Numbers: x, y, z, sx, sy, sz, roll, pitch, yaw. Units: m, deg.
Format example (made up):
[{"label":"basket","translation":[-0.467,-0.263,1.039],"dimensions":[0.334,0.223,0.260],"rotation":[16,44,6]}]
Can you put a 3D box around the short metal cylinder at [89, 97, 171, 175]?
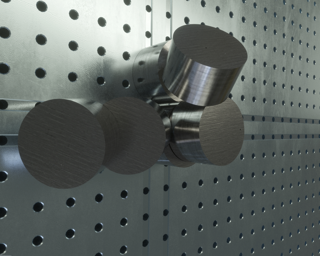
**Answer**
[{"label":"short metal cylinder","translation":[-0.030,0.006,0.338],"dimensions":[0.050,0.080,0.079],"rotation":[-33,118,-80]}]

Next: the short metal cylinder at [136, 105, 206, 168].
[{"label":"short metal cylinder","translation":[0.016,0.009,0.405],"dimensions":[0.081,0.050,0.079],"rotation":[0,90,-40]}]

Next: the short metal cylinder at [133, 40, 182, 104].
[{"label":"short metal cylinder","translation":[0.012,-0.071,0.402],"dimensions":[0.081,0.050,0.079],"rotation":[0,90,-40]}]

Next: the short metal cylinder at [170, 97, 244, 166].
[{"label":"short metal cylinder","translation":[0.056,0.003,0.372],"dimensions":[0.081,0.050,0.079],"rotation":[0,90,-40]}]

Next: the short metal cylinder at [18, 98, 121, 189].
[{"label":"short metal cylinder","translation":[-0.083,0.012,0.295],"dimensions":[0.050,0.080,0.079],"rotation":[-37,122,-81]}]

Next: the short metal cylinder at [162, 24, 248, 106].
[{"label":"short metal cylinder","translation":[0.047,-0.070,0.338],"dimensions":[0.081,0.080,0.050],"rotation":[-30,152,-36]}]
